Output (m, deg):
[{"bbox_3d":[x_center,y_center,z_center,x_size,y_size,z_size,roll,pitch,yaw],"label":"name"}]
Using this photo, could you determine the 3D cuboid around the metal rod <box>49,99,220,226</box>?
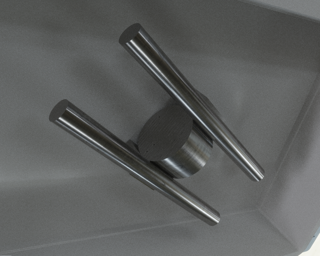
[{"bbox_3d":[-0.006,0.061,0.379,0.025,0.025,0.300,-46,129,3],"label":"metal rod"}]

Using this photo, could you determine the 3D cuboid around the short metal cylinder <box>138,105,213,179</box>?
[{"bbox_3d":[0.020,0.018,0.394,0.080,0.080,0.050,-45,130,3],"label":"short metal cylinder"}]

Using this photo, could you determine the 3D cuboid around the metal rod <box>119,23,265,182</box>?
[{"bbox_3d":[0.059,-0.007,0.372,0.025,0.025,0.300,-46,130,3],"label":"metal rod"}]

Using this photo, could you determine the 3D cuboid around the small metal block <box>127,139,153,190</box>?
[{"bbox_3d":[-0.024,0.049,0.409,0.025,0.050,0.050,-45,130,3],"label":"small metal block"}]

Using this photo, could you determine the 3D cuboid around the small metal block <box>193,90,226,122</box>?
[{"bbox_3d":[0.051,-0.026,0.403,0.025,0.050,0.050,-45,130,3],"label":"small metal block"}]
